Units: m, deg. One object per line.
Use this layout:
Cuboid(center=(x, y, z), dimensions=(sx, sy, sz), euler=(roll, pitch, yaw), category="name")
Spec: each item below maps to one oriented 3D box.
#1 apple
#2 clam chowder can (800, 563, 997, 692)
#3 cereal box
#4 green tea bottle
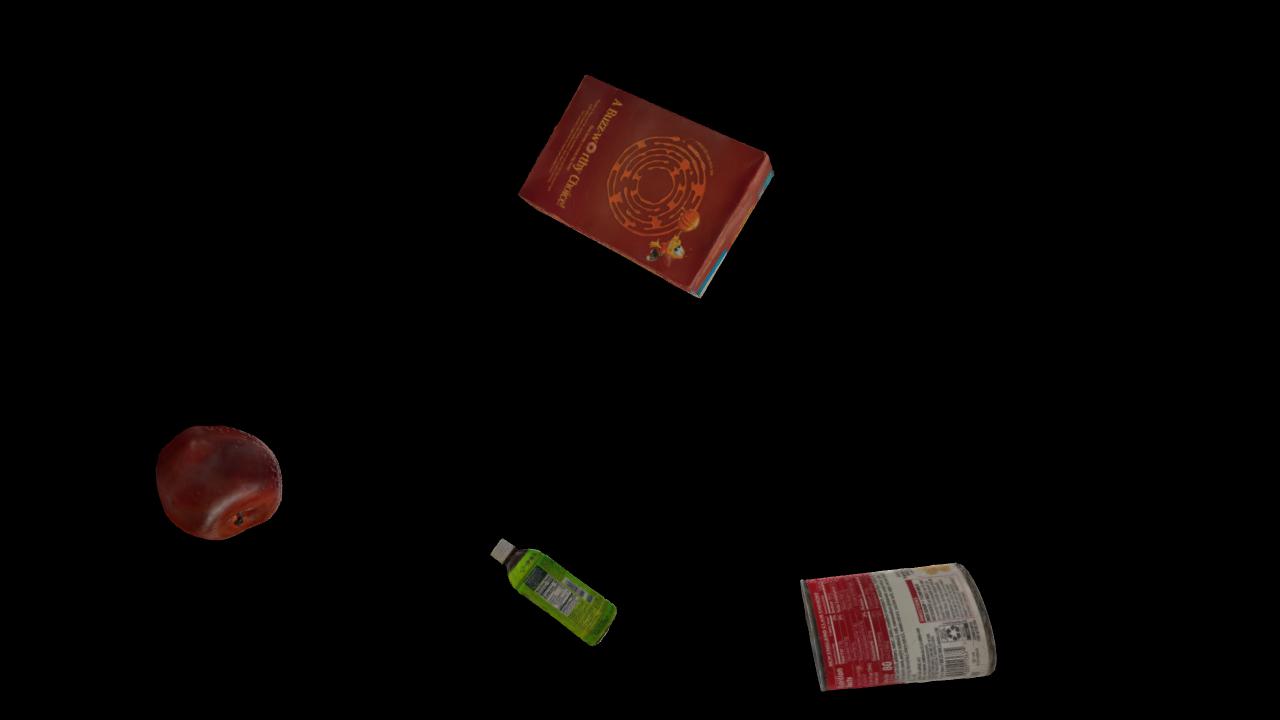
Cuboid(center=(-0.320, 0.091, 0.468), dimensions=(0.093, 0.079, 0.079), euler=(42, 19, 23), category="apple")
Cuboid(center=(0.160, 0.170, 0.393), dimensions=(0.102, 0.068, 0.068), euler=(-10, -2, 9), category="clam chowder can")
Cuboid(center=(0.005, -0.246, 0.867), dimensions=(0.306, 0.203, 0.081), euler=(31, 3, 18), category="cereal box")
Cuboid(center=(-0.136, 0.349, 0.947), dimensions=(0.212, 0.073, 0.073), euler=(38, 1, 1), category="green tea bottle")
